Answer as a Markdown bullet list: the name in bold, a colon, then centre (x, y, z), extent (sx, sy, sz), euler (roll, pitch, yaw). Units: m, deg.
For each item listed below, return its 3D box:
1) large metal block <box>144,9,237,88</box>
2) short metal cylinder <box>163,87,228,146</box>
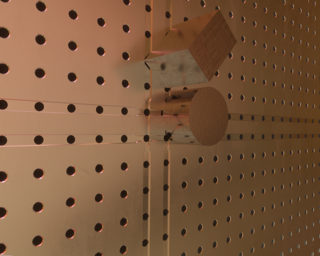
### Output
- **large metal block**: centre (0.040, -0.101, 0.407), extent (0.050, 0.080, 0.080), euler (51, 60, -28)
- **short metal cylinder**: centre (0.051, -0.016, 0.435), extent (0.081, 0.050, 0.079), euler (0, 91, -40)
